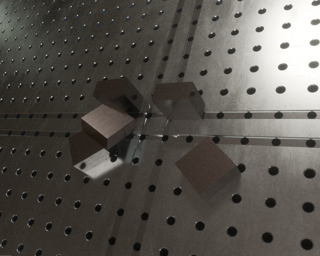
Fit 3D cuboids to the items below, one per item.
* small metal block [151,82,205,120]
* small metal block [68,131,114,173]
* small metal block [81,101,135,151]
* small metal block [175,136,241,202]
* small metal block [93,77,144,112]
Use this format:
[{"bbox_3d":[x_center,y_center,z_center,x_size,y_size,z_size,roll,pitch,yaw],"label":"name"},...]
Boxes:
[{"bbox_3d":[0.025,-0.034,0.399,0.050,0.050,0.025,1,62,28],"label":"small metal block"},{"bbox_3d":[-0.099,0.027,0.442,0.050,0.025,0.050,-30,52,8],"label":"small metal block"},{"bbox_3d":[-0.071,-0.005,0.426,0.050,0.025,0.050,35,52,22],"label":"small metal block"},{"bbox_3d":[0.054,0.046,0.351,0.050,0.025,0.050,-40,51,1],"label":"small metal block"},{"bbox_3d":[-0.060,-0.046,0.450,0.050,0.050,0.025,-2,61,27],"label":"small metal block"}]
